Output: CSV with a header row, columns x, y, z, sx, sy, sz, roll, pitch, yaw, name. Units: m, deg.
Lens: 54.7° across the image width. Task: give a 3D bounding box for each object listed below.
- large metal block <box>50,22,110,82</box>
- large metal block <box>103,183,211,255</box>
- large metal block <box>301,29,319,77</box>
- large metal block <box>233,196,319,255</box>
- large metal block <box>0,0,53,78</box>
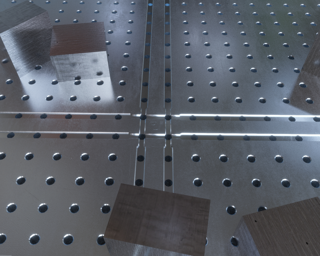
x,y,z,sx,sy,sz,roll,pitch,yaw,name
-0.125,-0.122,0.493,0.081,0.050,0.080,-7,51,-6,large metal block
-0.001,0.100,0.288,0.080,0.080,0.050,9,51,7,large metal block
0.279,-0.117,0.474,0.080,0.080,0.050,31,57,23,large metal block
0.126,0.120,0.292,0.081,0.050,0.080,-11,51,-10,large metal block
-0.215,-0.140,0.487,0.050,0.080,0.080,32,57,24,large metal block
